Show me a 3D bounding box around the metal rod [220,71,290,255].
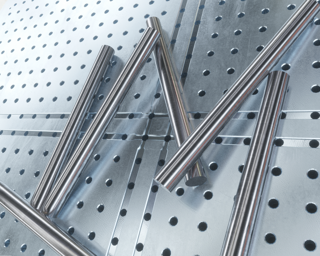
[{"bbox_3d":[0.091,0.069,0.318,0.025,0.025,0.300,8,65,32],"label":"metal rod"}]

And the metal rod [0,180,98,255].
[{"bbox_3d":[-0.143,0.124,0.383,0.300,0.025,0.025,24,75,28],"label":"metal rod"}]

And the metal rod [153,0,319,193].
[{"bbox_3d":[0.099,-0.047,0.366,0.025,0.025,0.300,31,73,38],"label":"metal rod"}]

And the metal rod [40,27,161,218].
[{"bbox_3d":[-0.080,-0.014,0.443,0.025,0.025,0.300,21,78,36],"label":"metal rod"}]

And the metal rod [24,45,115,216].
[{"bbox_3d":[-0.133,-0.005,0.482,0.025,0.025,0.300,4,63,30],"label":"metal rod"}]

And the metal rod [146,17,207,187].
[{"bbox_3d":[0.014,-0.059,0.437,0.025,0.025,0.300,-23,53,14],"label":"metal rod"}]
